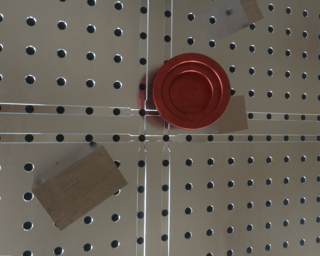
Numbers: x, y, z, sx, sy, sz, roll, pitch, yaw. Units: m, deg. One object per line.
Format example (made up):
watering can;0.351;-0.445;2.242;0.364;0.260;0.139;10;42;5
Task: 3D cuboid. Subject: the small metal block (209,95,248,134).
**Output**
small metal block;0.097;-0.019;0.450;0.050;0.025;0.050;-9;93;-20

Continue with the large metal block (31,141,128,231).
large metal block;-0.092;0.059;0.350;0.080;0.080;0.050;-34;101;-17

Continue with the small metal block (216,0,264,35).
small metal block;0.113;-0.168;0.442;0.025;0.050;0.050;-31;101;-18

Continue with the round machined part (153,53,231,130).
round machined part;0.040;-0.046;0.409;0.099;0.042;0.097;0;87;-2
